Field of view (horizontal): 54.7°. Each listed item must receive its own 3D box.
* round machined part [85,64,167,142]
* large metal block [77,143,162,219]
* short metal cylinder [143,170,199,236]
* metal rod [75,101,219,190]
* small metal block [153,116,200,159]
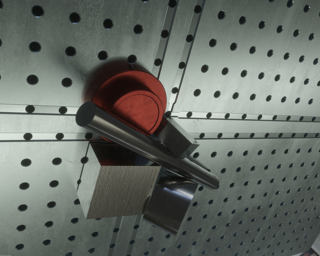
[{"bbox_3d":[-0.035,-0.022,0.368,0.099,0.042,0.097,-14,125,-21],"label":"round machined part"},{"bbox_3d":[-0.055,0.068,0.405,0.081,0.050,0.079,5,116,-31],"label":"large metal block"},{"bbox_3d":[0.016,0.106,0.444,0.080,0.050,0.080,22,92,-79],"label":"short metal cylinder"},{"bbox_3d":[0.010,0.039,0.400,0.025,0.025,0.301,-49,142,6],"label":"metal rod"},{"bbox_3d":[0.021,0.013,0.404,0.025,0.050,0.050,-48,164,9],"label":"small metal block"}]
